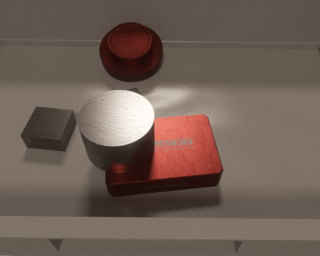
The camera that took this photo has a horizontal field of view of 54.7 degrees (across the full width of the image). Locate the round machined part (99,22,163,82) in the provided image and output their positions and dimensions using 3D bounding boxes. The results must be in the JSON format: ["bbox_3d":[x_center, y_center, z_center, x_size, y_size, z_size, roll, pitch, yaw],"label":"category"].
[{"bbox_3d":[-0.045,-0.124,0.480,0.099,0.042,0.098,0,68,0],"label":"round machined part"}]

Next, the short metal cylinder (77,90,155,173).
[{"bbox_3d":[-0.046,0.003,0.346,0.081,0.050,0.080,0,50,0],"label":"short metal cylinder"}]

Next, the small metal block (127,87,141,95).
[{"bbox_3d":[-0.047,-0.027,0.421,0.050,0.025,0.050,-17,40,-14],"label":"small metal block"}]

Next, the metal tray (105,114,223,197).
[{"bbox_3d":[0.001,0.031,0.376,0.131,0.030,0.090,-5,50,-5],"label":"metal tray"}]

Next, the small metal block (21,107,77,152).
[{"bbox_3d":[-0.143,0.001,0.403,0.050,0.025,0.050,6,50,4],"label":"small metal block"}]
